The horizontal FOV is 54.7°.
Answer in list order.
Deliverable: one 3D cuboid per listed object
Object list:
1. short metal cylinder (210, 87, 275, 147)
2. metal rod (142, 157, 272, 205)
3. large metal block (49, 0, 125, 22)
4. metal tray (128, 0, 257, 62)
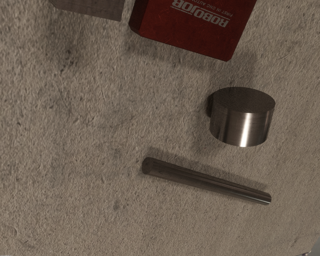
[{"bbox_3d":[0.111,-0.017,0.423,0.081,0.080,0.050,-12,124,-22],"label":"short metal cylinder"},{"bbox_3d":[0.095,0.096,0.520,0.302,0.025,0.025,21,107,-37],"label":"metal rod"},{"bbox_3d":[-0.060,-0.140,0.252,0.050,0.080,0.079,2,118,-30],"label":"large metal block"},{"bbox_3d":[0.040,-0.133,0.345,0.131,0.030,0.089,7,115,-32],"label":"metal tray"}]
